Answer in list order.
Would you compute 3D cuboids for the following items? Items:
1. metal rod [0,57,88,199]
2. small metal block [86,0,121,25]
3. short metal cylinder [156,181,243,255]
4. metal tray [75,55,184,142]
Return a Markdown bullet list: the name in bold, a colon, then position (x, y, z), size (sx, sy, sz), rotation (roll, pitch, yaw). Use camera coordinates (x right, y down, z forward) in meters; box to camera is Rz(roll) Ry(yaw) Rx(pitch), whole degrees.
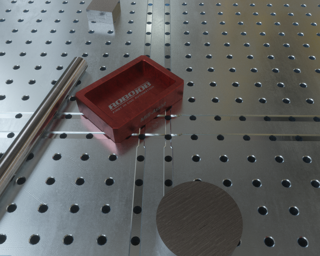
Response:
- **metal rod**: position (-0.166, 0.008, 0.398), size (0.025, 0.025, 0.300), rotation (12, 51, 9)
- **small metal block**: position (-0.108, -0.227, 0.597), size (0.050, 0.025, 0.050), rotation (9, 51, 7)
- **short metal cylinder**: position (0.037, 0.100, 0.308), size (0.081, 0.050, 0.080), rotation (0, 50, 0)
- **metal tray**: position (-0.041, -0.047, 0.443), size (0.131, 0.030, 0.090), rotation (-37, 59, -27)
